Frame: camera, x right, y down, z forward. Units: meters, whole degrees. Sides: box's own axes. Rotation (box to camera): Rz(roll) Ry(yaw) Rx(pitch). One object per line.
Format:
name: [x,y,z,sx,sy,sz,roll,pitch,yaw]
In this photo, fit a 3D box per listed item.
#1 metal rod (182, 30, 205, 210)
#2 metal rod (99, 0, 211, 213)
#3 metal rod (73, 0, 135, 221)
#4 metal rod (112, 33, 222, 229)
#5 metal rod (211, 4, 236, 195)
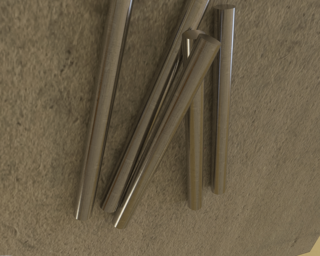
metal rod: [0.047,0.014,0.425,0.025,0.025,0.298,-20,132,-17]
metal rod: [-0.014,-0.018,0.389,0.025,0.025,0.298,12,112,-34]
metal rod: [-0.070,-0.013,0.361,0.025,0.025,0.298,1,118,-29]
metal rod: [-0.005,0.026,0.386,0.025,0.025,0.298,4,127,-31]
metal rod: [0.088,-0.019,0.445,0.025,0.025,0.298,-18,126,-18]
